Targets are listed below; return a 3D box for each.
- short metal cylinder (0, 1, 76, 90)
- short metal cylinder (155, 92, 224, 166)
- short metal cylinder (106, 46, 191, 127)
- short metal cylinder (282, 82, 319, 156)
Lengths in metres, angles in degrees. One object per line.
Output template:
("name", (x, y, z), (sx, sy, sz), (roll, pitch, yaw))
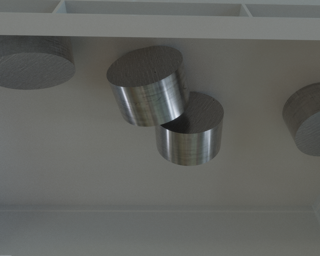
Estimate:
("short metal cylinder", (-0.127, -0.076, 0.301), (0.081, 0.050, 0.080), (-11, 167, -2))
("short metal cylinder", (0.034, -0.001, 0.373), (0.080, 0.080, 0.050), (-3, 130, 2))
("short metal cylinder", (-0.011, -0.046, 0.333), (0.080, 0.080, 0.050), (-10, 130, 8))
("short metal cylinder", (0.202, -0.010, 0.387), (0.081, 0.050, 0.079), (0, 130, 0))
